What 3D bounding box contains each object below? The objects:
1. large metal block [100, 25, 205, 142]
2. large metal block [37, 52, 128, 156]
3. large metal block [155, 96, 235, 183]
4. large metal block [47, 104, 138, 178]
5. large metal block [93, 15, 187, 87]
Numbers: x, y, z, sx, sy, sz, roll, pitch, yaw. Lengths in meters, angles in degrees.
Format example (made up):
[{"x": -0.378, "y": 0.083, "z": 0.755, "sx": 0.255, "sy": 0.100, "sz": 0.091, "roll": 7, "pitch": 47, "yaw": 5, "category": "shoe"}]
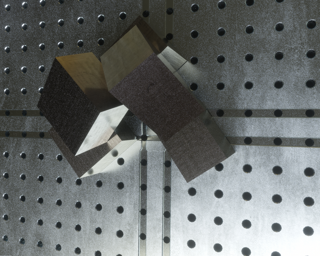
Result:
[{"x": -0.010, "y": -0.046, "z": 0.311, "sx": 0.050, "sy": 0.080, "sz": 0.080, "roll": -39, "pitch": 35, "yaw": 11, "category": "large metal block"}, {"x": -0.089, "y": -0.028, "z": 0.360, "sx": 0.080, "sy": 0.050, "sz": 0.080, "roll": 49, "pitch": 130, "yaw": 13, "category": "large metal block"}, {"x": 0.041, "y": 0.011, "z": 0.367, "sx": 0.050, "sy": 0.080, "sz": 0.080, "roll": -35, "pitch": 79, "yaw": 16, "category": "large metal block"}, {"x": -0.093, "y": 0.010, "z": 0.430, "sx": 0.080, "sy": 0.050, "sz": 0.080, "roll": -41, "pitch": 78, "yaw": 15, "category": "large metal block"}, {"x": -0.022, "y": -0.082, "z": 0.389, "sx": 0.080, "sy": 0.080, "sz": 0.050, "roll": -43, "pitch": 77, "yaw": 15, "category": "large metal block"}]
